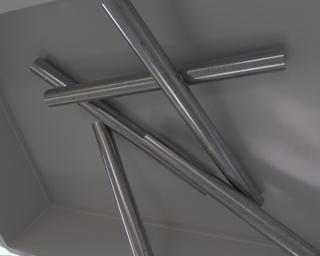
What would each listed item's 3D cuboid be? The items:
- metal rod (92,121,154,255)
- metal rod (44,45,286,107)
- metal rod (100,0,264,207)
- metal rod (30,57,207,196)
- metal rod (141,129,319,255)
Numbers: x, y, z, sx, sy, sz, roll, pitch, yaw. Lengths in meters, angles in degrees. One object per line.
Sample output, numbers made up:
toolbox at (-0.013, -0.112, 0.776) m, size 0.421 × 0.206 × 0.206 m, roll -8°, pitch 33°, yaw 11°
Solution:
metal rod at (-0.036, 0.128, 0.415) m, size 0.025 × 0.025 × 0.299 m, roll -33°, pitch 71°, yaw 38°
metal rod at (-0.014, -0.055, 0.364) m, size 0.300 × 0.025 × 0.025 m, roll -6°, pitch 116°, yaw 24°
metal rod at (0.040, -0.012, 0.345) m, size 0.025 × 0.025 × 0.300 m, roll -20°, pitch 119°, yaw 35°
metal rod at (-0.055, -0.004, 0.434) m, size 0.301 × 0.025 × 0.025 m, roll 35°, pitch 129°, yaw 4°
metal rod at (0.102, 0.097, 0.372) m, size 0.300 × 0.025 × 0.025 m, roll 36°, pitch 129°, yaw 14°
